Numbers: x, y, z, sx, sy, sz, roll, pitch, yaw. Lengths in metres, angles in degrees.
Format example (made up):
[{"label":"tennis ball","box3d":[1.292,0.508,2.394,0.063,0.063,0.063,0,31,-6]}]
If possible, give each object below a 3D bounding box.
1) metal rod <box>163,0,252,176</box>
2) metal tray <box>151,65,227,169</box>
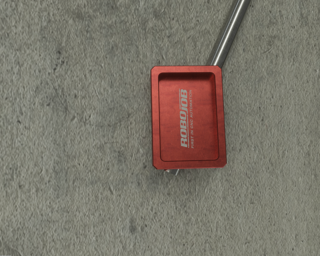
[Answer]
[{"label":"metal rod","box3d":[0.072,-0.076,0.436,0.025,0.025,0.299,27,81,-19]},{"label":"metal tray","box3d":[0.034,-0.013,0.397,0.091,0.030,0.129,-1,82,-3]}]
